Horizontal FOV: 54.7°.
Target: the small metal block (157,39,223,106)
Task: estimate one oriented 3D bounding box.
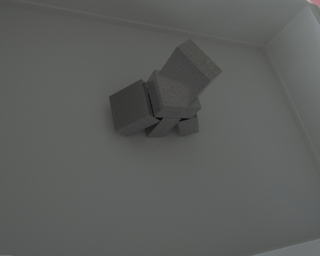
[{"bbox_3d":[0.032,-0.061,0.344,0.050,0.050,0.025,46,52,4],"label":"small metal block"}]

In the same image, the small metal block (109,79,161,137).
[{"bbox_3d":[-0.032,-0.024,0.381,0.025,0.050,0.050,28,42,-55],"label":"small metal block"}]

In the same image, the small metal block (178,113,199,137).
[{"bbox_3d":[0.033,-0.023,0.416,0.025,0.050,0.050,-15,65,3],"label":"small metal block"}]

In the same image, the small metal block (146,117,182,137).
[{"bbox_3d":[-0.001,-0.022,0.400,0.025,0.050,0.050,1,61,-28],"label":"small metal block"}]

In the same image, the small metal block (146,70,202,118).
[{"bbox_3d":[0.016,-0.040,0.371,0.050,0.025,0.050,1,61,-28],"label":"small metal block"}]
